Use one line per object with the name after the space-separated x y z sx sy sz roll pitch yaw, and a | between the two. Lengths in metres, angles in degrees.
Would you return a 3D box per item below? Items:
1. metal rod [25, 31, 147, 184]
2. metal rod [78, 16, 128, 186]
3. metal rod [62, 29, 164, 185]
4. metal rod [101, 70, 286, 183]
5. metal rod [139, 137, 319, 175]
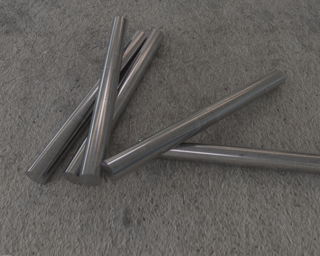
-0.088 -0.050 0.444 0.025 0.025 0.301 17 52 13 | metal rod
-0.069 -0.060 0.419 0.025 0.025 0.300 1 50 1 | metal rod
-0.052 -0.051 0.445 0.025 0.025 0.301 14 51 12 | metal rod
0.063 -0.016 0.392 0.302 0.025 0.025 -28 55 -30 | metal rod
0.125 0.037 0.372 0.302 0.025 0.025 5 50 4 | metal rod
